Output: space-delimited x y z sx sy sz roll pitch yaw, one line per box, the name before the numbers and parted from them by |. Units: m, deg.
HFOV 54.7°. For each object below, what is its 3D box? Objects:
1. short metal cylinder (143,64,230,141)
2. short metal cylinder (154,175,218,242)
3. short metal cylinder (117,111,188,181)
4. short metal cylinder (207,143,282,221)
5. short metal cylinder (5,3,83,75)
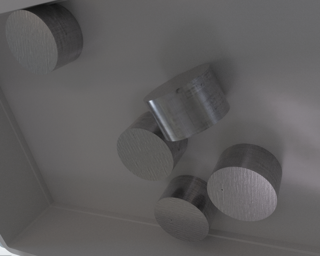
short metal cylinder | 0.029 -0.028 0.340 0.080 0.080 0.050 -19 108 35
short metal cylinder | 0.039 0.114 0.443 0.080 0.050 0.079 13 124 21
short metal cylinder | -0.010 0.023 0.412 0.080 0.050 0.079 13 124 21
short metal cylinder | 0.104 0.066 0.378 0.080 0.050 0.079 13 124 21
short metal cylinder | -0.148 -0.115 0.399 0.080 0.050 0.079 13 124 21
